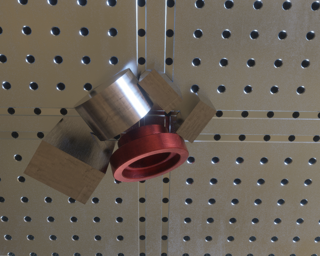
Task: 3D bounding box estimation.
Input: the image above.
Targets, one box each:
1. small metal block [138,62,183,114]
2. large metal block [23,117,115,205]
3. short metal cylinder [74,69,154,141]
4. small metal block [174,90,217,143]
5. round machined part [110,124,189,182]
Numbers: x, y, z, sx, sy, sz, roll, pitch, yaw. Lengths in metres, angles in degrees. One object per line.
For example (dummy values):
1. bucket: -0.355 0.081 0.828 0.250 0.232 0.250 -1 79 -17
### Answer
1. small metal block: 0.001 -0.050 0.382 0.025 0.050 0.050 -41 106 13
2. large metal block: -0.111 0.039 0.397 0.080 0.080 0.050 31 107 -11
3. short metal cylinder: -0.055 -0.029 0.373 0.080 0.080 0.050 -31 107 10
4. small metal block: 0.043 -0.015 0.395 0.025 0.050 0.050 33 106 -12
5. round machined part: -0.016 0.030 0.397 0.099 0.042 0.098 -15 154 -7
